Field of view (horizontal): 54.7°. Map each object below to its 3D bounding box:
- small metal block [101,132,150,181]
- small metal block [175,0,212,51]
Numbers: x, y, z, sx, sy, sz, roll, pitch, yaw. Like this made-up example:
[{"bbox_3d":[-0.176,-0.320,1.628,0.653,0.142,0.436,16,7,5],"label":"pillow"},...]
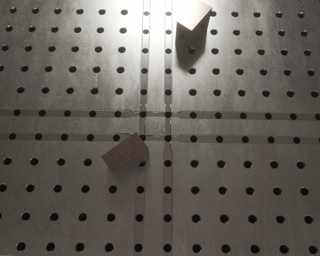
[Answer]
[{"bbox_3d":[-0.041,0.036,0.385,0.050,0.050,0.025,-36,74,-12],"label":"small metal block"},{"bbox_3d":[0.048,-0.150,0.454,0.025,0.050,0.050,36,74,12],"label":"small metal block"}]
